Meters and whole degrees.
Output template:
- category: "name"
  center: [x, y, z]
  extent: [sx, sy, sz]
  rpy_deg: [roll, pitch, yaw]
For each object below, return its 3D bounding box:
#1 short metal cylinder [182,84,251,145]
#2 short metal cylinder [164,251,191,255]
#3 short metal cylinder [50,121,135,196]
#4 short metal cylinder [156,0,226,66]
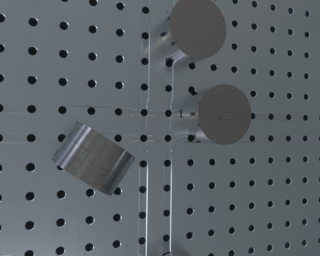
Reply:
- category: "short metal cylinder"
  center: [0.077, -0.018, 0.427]
  extent: [0.081, 0.050, 0.079]
  rpy_deg: [0, 90, -20]
- category: "short metal cylinder"
  center: [0.029, 0.213, 0.410]
  extent: [0.081, 0.050, 0.079]
  rpy_deg: [0, 90, -20]
- category: "short metal cylinder"
  center: [-0.076, 0.035, 0.355]
  extent: [0.080, 0.080, 0.050]
  rpy_deg: [35, 79, -17]
- category: "short metal cylinder"
  center: [0.040, -0.127, 0.414]
  extent: [0.081, 0.050, 0.079]
  rpy_deg: [0, 90, -20]
